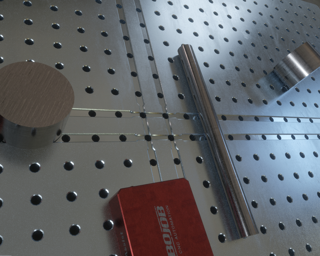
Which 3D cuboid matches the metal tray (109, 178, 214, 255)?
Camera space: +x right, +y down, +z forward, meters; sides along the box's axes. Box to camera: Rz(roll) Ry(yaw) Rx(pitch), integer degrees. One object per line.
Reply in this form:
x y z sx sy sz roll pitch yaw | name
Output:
0.006 0.125 0.332 0.091 0.030 0.130 -4 64 -30 | metal tray

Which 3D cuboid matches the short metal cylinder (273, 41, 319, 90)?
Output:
0.262 -0.117 0.585 0.081 0.080 0.050 -29 78 -37 | short metal cylinder

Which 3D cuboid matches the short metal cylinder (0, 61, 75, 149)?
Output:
-0.138 -0.024 0.332 0.081 0.050 0.080 14 56 -21 | short metal cylinder

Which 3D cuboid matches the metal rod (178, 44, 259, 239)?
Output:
0.076 0.003 0.447 0.025 0.025 0.299 -1 62 -29 | metal rod
